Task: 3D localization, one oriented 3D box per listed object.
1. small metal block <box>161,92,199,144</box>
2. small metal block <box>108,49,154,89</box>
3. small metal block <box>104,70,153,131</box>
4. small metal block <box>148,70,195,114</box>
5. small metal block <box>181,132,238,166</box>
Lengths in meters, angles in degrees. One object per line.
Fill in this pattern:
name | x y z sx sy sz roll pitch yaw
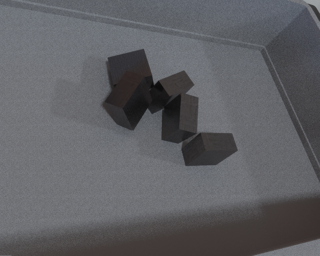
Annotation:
small metal block | 0.026 -0.012 0.407 0.025 0.050 0.050 14 67 -21
small metal block | -0.039 -0.074 0.414 0.050 0.025 0.050 -15 58 -3
small metal block | -0.037 -0.033 0.380 0.025 0.050 0.050 21 65 21
small metal block | 0.011 -0.049 0.426 0.050 0.050 0.025 -28 81 -38
small metal block | 0.064 0.029 0.409 0.050 0.050 0.025 2 61 -28
